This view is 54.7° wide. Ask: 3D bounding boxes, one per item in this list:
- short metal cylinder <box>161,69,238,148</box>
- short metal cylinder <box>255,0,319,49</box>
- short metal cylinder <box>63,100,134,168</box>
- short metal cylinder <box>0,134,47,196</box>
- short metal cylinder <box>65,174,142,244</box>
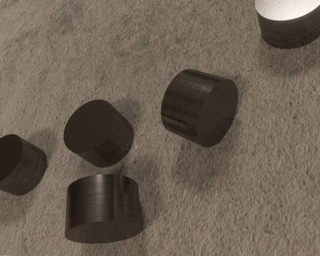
[{"bbox_3d":[0.047,-0.023,0.358,0.050,0.080,0.080,24,75,36],"label":"short metal cylinder"},{"bbox_3d":[0.166,-0.147,0.391,0.080,0.050,0.080,-13,56,20],"label":"short metal cylinder"},{"bbox_3d":[-0.083,0.008,0.425,0.080,0.050,0.080,-13,56,20],"label":"short metal cylinder"},{"bbox_3d":[-0.220,0.056,0.466,0.080,0.050,0.080,-13,56,20],"label":"short metal cylinder"},{"bbox_3d":[-0.062,0.092,0.344,0.080,0.080,0.050,-20,54,16],"label":"short metal cylinder"}]
